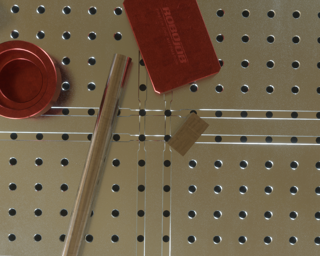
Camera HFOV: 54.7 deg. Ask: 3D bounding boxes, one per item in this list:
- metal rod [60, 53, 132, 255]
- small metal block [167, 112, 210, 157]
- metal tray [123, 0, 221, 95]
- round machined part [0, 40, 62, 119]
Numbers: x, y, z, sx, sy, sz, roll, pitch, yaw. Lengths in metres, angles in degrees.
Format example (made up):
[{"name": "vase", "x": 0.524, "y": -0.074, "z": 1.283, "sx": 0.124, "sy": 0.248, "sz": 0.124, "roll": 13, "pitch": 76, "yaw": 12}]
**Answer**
[{"name": "metal rod", "x": -0.088, "y": 0.049, "z": 0.412, "sx": 0.025, "sy": 0.025, "sz": 0.298, "roll": 15, "pitch": 90, "yaw": -1}, {"name": "small metal block", "x": 0.034, "y": 0.008, "z": 0.401, "sx": 0.025, "sy": 0.050, "sz": 0.050, "roll": 40, "pitch": 90, "yaw": -1}, {"name": "metal tray", "x": 0.015, "y": -0.119, "z": 0.411, "sx": 0.090, "sy": 0.030, "sz": 0.129, "roll": -20, "pitch": 90, "yaw": -1}, {"name": "round machined part", "x": -0.177, "y": -0.060, "z": 0.403, "sx": 0.099, "sy": 0.042, "sz": 0.097, "roll": 0, "pitch": 90, "yaw": -1}]
